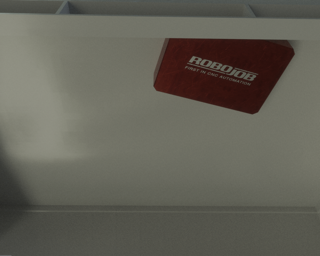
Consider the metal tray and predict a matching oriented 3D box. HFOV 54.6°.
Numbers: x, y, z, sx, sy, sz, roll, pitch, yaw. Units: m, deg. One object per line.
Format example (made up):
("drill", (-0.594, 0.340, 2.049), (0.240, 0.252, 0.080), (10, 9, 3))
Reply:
("metal tray", (0.067, -0.071, 0.346), (0.131, 0.030, 0.089), (13, 129, -11))
